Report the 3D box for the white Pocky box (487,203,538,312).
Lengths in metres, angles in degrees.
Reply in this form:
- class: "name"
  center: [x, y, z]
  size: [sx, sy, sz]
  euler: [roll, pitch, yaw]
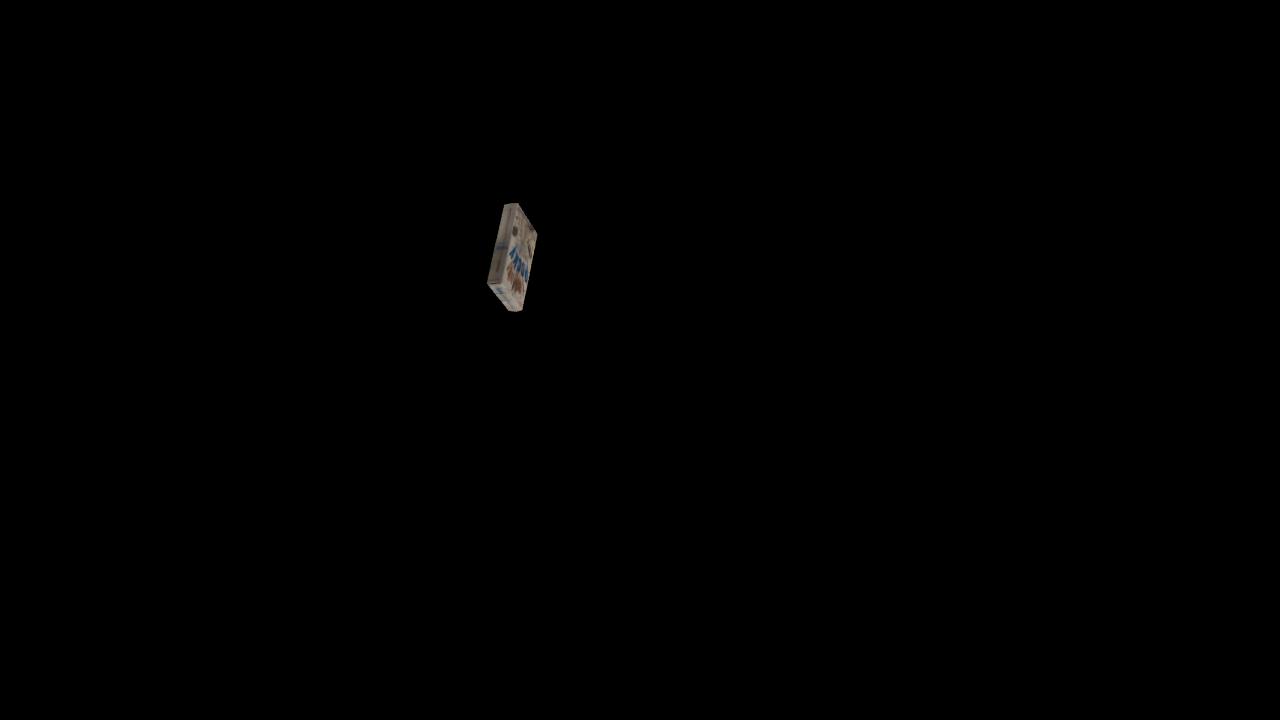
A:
- class: "white Pocky box"
  center: [-0.202, -0.164, 0.981]
  size: [0.028, 0.154, 0.084]
  euler: [-1, -26, 14]
